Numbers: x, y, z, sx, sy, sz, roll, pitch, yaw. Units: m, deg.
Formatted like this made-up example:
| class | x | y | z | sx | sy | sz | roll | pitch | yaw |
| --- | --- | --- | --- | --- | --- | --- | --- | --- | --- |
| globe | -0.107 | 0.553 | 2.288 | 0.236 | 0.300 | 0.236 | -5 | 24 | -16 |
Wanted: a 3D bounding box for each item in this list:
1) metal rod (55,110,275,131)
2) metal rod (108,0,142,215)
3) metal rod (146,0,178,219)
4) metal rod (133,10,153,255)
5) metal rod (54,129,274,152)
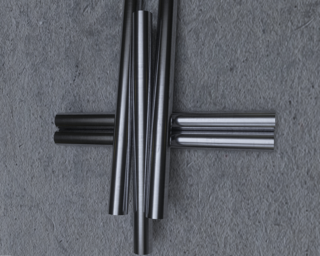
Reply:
| class | x | y | z | sx | sy | sz | roll | pitch | yaw |
| --- | --- | --- | --- | --- | --- | --- | --- | --- | --- |
| metal rod | -0.007 | -0.010 | 0.413 | 0.301 | 0.025 | 0.025 | 0 | 90 | 19 |
| metal rod | -0.044 | -0.042 | 0.402 | 0.025 | 0.025 | 0.298 | 0 | 82 | 19 |
| metal rod | 0.004 | -0.042 | 0.385 | 0.025 | 0.025 | 0.298 | 0 | 82 | 19 |
| metal rod | -0.022 | 0.005 | 0.390 | 0.025 | 0.025 | 0.298 | 0 | 90 | 19 |
| metal rod | -0.008 | 0.015 | 0.413 | 0.301 | 0.025 | 0.025 | 0 | 90 | 19 |
